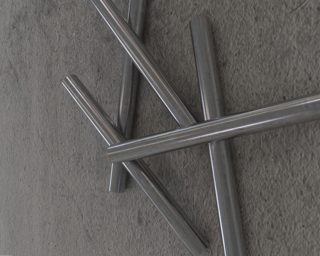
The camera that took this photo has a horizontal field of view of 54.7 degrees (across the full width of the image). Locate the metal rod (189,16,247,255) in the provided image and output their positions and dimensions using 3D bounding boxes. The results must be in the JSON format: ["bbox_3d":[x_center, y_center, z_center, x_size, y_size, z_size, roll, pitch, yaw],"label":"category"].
[{"bbox_3d":[0.066,0.021,0.350,0.025,0.025,0.298,-13,82,39],"label":"metal rod"}]

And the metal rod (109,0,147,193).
[{"bbox_3d":[-0.045,-0.055,0.442,0.025,0.025,0.298,12,97,39],"label":"metal rod"}]

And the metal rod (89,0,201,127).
[{"bbox_3d":[-0.035,-0.107,0.405,0.025,0.025,0.299,-44,73,31],"label":"metal rod"}]

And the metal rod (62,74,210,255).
[{"bbox_3d":[-0.042,0.038,0.413,0.300,0.025,0.025,50,120,19],"label":"metal rod"}]

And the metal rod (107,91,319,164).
[{"bbox_3d":[0.068,0.000,0.319,0.300,0.025,0.025,-15,81,29],"label":"metal rod"}]
